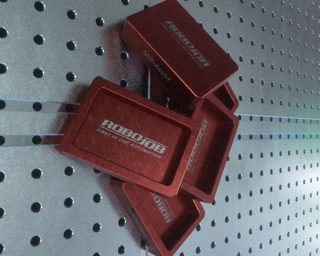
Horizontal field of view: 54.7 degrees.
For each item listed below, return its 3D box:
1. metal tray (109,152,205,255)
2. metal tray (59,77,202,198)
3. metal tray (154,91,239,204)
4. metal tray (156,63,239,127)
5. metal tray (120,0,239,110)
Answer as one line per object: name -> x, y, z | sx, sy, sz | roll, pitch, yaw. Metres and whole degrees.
metal tray -> 0.002, 0.095, 0.409 | 0.091, 0.030, 0.129 | -40, 115, -33
metal tray -> -0.030, 0.012, 0.342 | 0.131, 0.030, 0.090 | 24, 72, -6
metal tray -> 0.053, 0.024, 0.413 | 0.090, 0.030, 0.130 | 36, 68, -35
metal tray -> 0.060, -0.054, 0.458 | 0.090, 0.030, 0.130 | -51, 120, -28
metal tray -> 0.026, -0.096, 0.390 | 0.130, 0.030, 0.091 | 49, 56, 5
